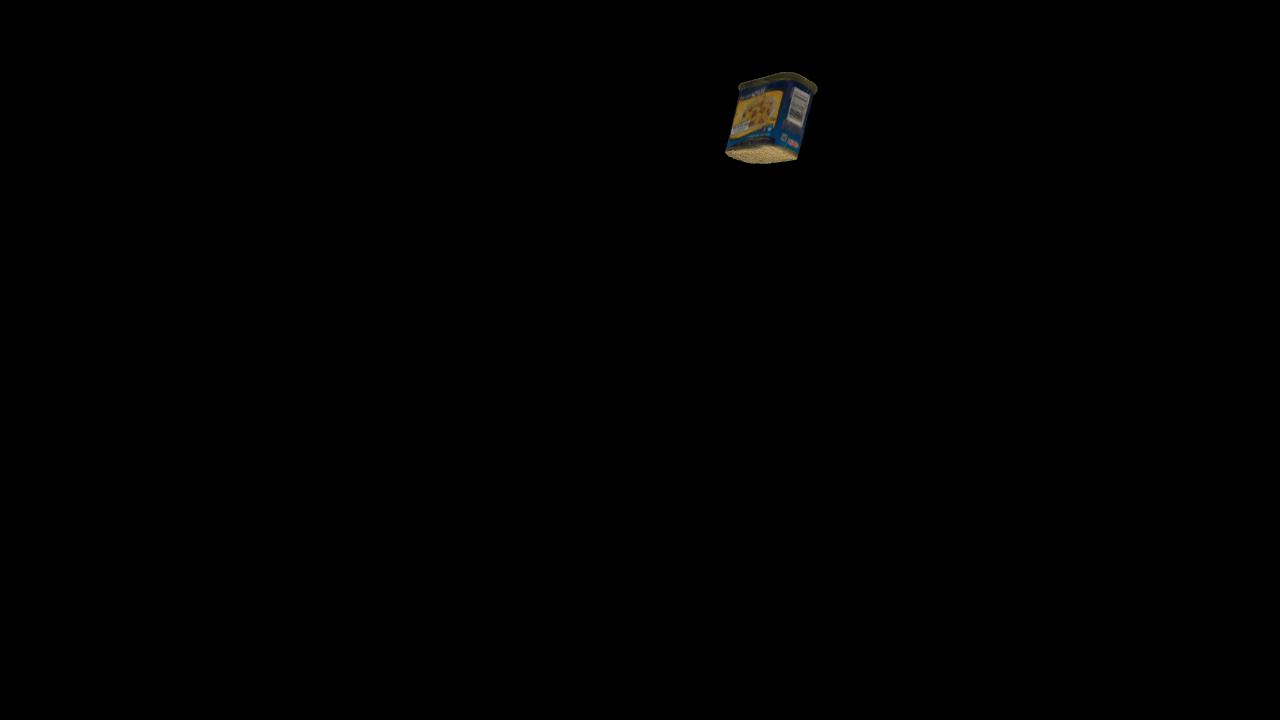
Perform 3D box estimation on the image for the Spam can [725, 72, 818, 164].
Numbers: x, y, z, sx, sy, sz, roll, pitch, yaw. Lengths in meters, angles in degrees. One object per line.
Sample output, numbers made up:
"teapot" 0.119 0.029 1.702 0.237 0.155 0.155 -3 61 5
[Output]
"Spam can" 0.156 -0.289 0.746 0.058 0.085 0.101 10 6 -32
